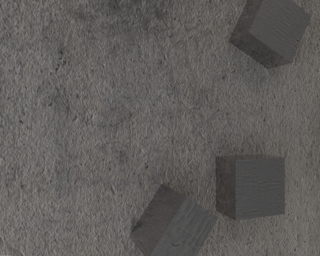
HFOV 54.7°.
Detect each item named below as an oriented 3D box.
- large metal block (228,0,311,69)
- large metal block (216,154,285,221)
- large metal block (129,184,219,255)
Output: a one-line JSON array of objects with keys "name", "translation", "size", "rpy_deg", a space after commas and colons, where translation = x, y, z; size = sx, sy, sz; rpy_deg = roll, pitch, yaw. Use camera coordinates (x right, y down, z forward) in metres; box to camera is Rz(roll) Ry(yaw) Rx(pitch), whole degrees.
[{"name": "large metal block", "translation": [0.161, -0.146, 0.455], "size": [0.080, 0.050, 0.080], "rpy_deg": [28, 81, -18]}, {"name": "large metal block", "translation": [0.128, 0.081, 0.443], "size": [0.081, 0.050, 0.079], "rpy_deg": [-1, 90, -20]}, {"name": "large metal block", "translation": [0.014, 0.123, 0.385], "size": [0.050, 0.080, 0.080], "rpy_deg": [36, 78, -17]}]
